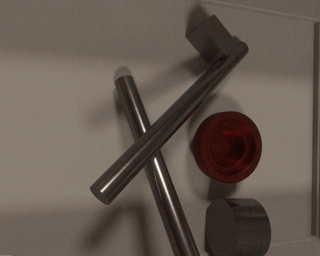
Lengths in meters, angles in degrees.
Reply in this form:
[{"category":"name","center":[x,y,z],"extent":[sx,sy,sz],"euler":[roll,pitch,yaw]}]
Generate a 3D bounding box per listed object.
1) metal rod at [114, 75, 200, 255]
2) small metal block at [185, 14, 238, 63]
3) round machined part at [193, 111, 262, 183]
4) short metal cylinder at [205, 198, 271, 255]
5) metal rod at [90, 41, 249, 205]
[{"category":"metal rod","center":[0.004,0.071,0.345],"extent":[0.025,0.025,0.299],"euler":[-13,68,-20]},{"category":"small metal block","center":[0.070,-0.120,0.424],"extent":[0.050,0.050,0.025],"euler":[46,76,-15]},{"category":"round machined part","center":[0.090,0.026,0.436],"extent":[0.099,0.042,0.097],"euler":[0,90,-21]},{"category":"short metal cylinder","center":[0.104,0.136,0.421],"extent":[0.050,0.080,0.080],"euler":[5,89,-20]},{"category":"metal rod","center":[0.031,-0.026,0.376],"extent":[0.025,0.025,0.301],"euler":[53,56,-13]}]
